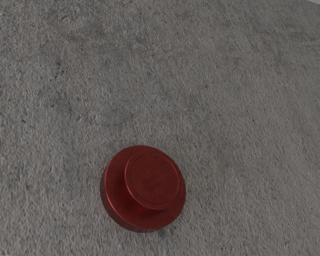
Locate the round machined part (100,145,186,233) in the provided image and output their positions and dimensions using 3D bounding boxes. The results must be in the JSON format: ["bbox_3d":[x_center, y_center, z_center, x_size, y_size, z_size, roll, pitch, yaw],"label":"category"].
[{"bbox_3d":[-0.014,0.063,0.347,0.099,0.042,0.098,13,56,-21],"label":"round machined part"}]
